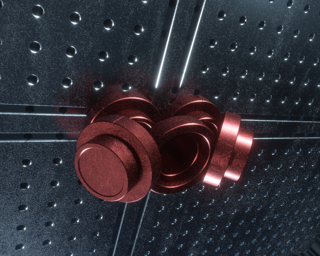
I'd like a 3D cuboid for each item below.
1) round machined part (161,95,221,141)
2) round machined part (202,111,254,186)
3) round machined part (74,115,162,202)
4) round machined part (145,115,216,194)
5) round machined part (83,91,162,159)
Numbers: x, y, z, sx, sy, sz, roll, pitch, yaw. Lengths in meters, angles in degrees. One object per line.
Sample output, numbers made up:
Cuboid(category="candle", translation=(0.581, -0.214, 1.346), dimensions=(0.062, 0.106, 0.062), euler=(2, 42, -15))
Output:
Cuboid(category="round machined part", translation=(0.045, 0.007, 0.430), dimensions=(0.099, 0.042, 0.097), euler=(-14, 125, -21))
Cuboid(category="round machined part", translation=(0.090, 0.030, 0.404), dimensions=(0.042, 0.098, 0.097), euler=(18, 115, 8))
Cuboid(category="round machined part", translation=(-0.051, 0.038, 0.331), dimensions=(0.042, 0.098, 0.097), euler=(-39, 144, -55))
Cuboid(category="round machined part", translation=(0.016, 0.028, 0.372), dimensions=(0.099, 0.042, 0.097), euler=(-14, 125, -21))
Cuboid(category="round machined part", translation=(-0.041, 0.007, 0.383), dimensions=(0.099, 0.042, 0.097), euler=(-14, 125, -21))
